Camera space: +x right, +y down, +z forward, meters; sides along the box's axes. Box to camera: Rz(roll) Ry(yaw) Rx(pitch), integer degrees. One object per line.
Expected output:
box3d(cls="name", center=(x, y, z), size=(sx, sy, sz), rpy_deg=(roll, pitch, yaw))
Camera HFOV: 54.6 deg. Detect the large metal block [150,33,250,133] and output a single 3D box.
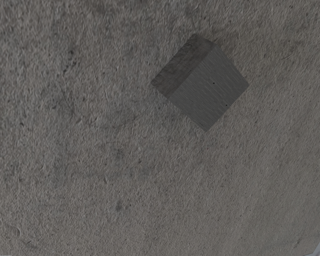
box3d(cls="large metal block", center=(0.050, -0.054, 0.383), size=(0.080, 0.050, 0.080), rpy_deg=(-48, 129, 6))
